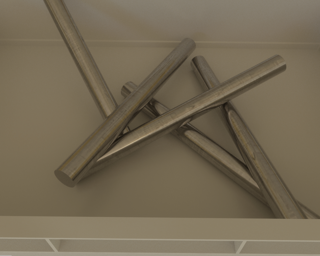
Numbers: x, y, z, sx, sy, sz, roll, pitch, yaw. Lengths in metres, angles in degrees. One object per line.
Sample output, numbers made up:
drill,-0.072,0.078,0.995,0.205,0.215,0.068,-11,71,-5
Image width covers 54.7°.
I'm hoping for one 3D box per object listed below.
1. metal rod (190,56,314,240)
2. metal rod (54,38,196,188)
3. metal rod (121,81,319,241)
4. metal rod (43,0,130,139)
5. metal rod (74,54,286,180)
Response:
metal rod,0.094,-0.005,0.387,0.025,0.025,0.300,-10,44,-9
metal rod,-0.024,-0.042,0.404,0.025,0.025,0.301,23,48,17
metal rod,0.059,0.025,0.385,0.300,0.025,0.025,38,59,27
metal rod,-0.114,-0.114,0.417,0.025,0.025,0.299,-25,80,-20
metal rod,0.026,-0.016,0.383,0.302,0.025,0.025,-28,55,-9
